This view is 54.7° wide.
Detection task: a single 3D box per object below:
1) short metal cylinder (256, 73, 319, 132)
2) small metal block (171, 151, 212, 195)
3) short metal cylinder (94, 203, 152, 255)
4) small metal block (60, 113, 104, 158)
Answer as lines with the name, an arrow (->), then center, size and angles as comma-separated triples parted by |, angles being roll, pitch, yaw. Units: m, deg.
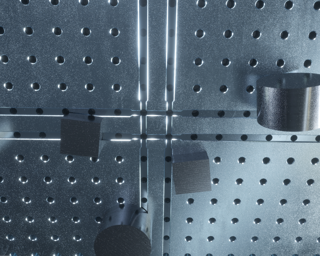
short metal cylinder -> 0.159, -0.034, 0.373 | 0.080, 0.080, 0.050 | -6, 110, 2
small metal block -> 0.044, 0.063, 0.437 | 0.050, 0.025, 0.050 | -7, 110, 2
short metal cylinder -> -0.052, 0.160, 0.459 | 0.081, 0.050, 0.079 | 0, 110, 0
small metal block -> -0.104, 0.010, 0.416 | 0.050, 0.025, 0.050 | 7, 110, -3
